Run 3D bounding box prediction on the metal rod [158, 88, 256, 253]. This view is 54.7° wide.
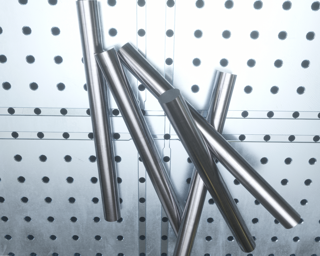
[{"bbox_3d":[0.073,0.075,0.403,0.025,0.025,0.299,-25,123,8],"label":"metal rod"}]

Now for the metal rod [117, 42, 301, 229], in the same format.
[{"bbox_3d":[0.060,0.011,0.383,0.300,0.025,0.025,45,104,-2],"label":"metal rod"}]

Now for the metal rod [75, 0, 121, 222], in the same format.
[{"bbox_3d":[-0.078,-0.008,0.409,0.025,0.025,0.298,-3,110,0],"label":"metal rod"}]

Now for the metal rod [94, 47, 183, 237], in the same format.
[{"bbox_3d":[-0.013,0.038,0.417,0.025,0.025,0.299,-19,113,6],"label":"metal rod"}]

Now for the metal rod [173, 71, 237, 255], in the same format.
[{"bbox_3d":[0.055,0.073,0.423,0.025,0.025,0.298,11,103,-4],"label":"metal rod"}]
